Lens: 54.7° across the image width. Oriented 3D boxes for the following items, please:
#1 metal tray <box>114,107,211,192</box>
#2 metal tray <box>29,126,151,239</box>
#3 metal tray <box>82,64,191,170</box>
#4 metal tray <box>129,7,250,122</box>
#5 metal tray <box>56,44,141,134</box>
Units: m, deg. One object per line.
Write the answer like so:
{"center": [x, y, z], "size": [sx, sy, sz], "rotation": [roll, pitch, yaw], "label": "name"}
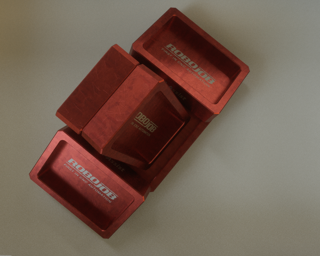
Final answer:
{"center": [-0.006, 0.006, 0.407], "size": [0.090, 0.030, 0.130], "rotation": [39, 90, -1], "label": "metal tray"}
{"center": [-0.088, 0.067, 0.389], "size": [0.130, 0.030, 0.090], "rotation": [40, 114, -1], "label": "metal tray"}
{"center": [-0.018, -0.004, 0.345], "size": [0.030, 0.130, 0.090], "rotation": [40, 90, 23], "label": "metal tray"}
{"center": [0.038, -0.081, 0.390], "size": [0.130, 0.030, 0.090], "rotation": [39, 64, 0], "label": "metal tray"}
{"center": [-0.059, -0.037, 0.355], "size": [0.030, 0.130, 0.090], "rotation": [40, 90, 0], "label": "metal tray"}
